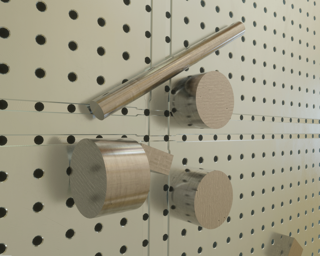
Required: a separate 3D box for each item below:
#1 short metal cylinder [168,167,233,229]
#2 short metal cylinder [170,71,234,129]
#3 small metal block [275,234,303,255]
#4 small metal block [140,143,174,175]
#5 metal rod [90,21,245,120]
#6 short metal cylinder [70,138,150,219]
[{"bbox_3d":[0.059,0.098,0.442,0.081,0.050,0.080,0,90,-40],"label":"short metal cylinder"},{"bbox_3d":[0.061,-0.039,0.444,0.081,0.050,0.080,0,90,-40],"label":"short metal cylinder"},{"bbox_3d":[0.263,0.254,0.630,0.050,0.025,0.050,49,61,-29],"label":"small metal block"},{"bbox_3d":[-0.021,0.037,0.375,0.050,0.050,0.025,24,75,-38],"label":"small metal block"},{"bbox_3d":[0.030,-0.093,0.433,0.302,0.025,0.025,-36,112,-34],"label":"metal rod"},{"bbox_3d":[-0.055,0.050,0.327,0.050,0.080,0.080,1,90,-40],"label":"short metal cylinder"}]
